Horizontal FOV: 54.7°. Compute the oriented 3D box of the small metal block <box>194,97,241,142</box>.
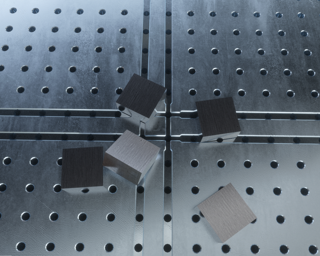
[{"bbox_3d":[0.076,-0.011,0.417,0.050,0.025,0.050,-8,70,-4],"label":"small metal block"}]

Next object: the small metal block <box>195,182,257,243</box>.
[{"bbox_3d":[0.079,0.103,0.375,0.050,0.025,0.050,-32,74,-11],"label":"small metal block"}]

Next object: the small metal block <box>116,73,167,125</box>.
[{"bbox_3d":[-0.025,-0.040,0.426,0.050,0.025,0.050,26,72,9],"label":"small metal block"}]

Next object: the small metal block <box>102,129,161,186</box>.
[{"bbox_3d":[-0.035,0.036,0.387,0.050,0.025,0.050,29,42,9],"label":"small metal block"}]

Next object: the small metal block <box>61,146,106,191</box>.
[{"bbox_3d":[-0.095,0.052,0.392,0.050,0.025,0.050,-3,70,-2],"label":"small metal block"}]
